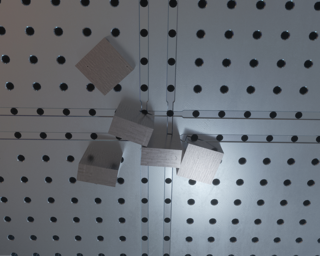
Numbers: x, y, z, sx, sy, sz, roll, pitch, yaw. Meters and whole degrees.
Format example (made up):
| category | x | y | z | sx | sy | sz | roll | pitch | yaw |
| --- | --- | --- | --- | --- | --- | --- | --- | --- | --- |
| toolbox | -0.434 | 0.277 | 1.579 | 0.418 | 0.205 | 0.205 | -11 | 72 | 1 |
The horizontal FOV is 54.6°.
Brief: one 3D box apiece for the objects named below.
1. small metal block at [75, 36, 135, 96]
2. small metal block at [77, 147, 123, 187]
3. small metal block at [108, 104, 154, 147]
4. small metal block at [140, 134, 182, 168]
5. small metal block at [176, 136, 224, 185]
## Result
| category | x | y | z | sx | sy | sz | roll | pitch | yaw |
| --- | --- | --- | --- | --- | --- | --- | --- | --- | --- |
| small metal block | -0.067 | -0.077 | 0.384 | 0.050 | 0.025 | 0.050 | -40 | 106 | 13 |
| small metal block | -0.080 | 0.052 | 0.418 | 0.050 | 0.050 | 0.025 | 11 | 110 | -4 |
| small metal block | -0.035 | -0.005 | 0.398 | 0.050 | 0.050 | 0.025 | 19 | 109 | -7 |
| small metal block | 0.001 | 0.029 | 0.411 | 0.050 | 0.050 | 0.025 | 4 | 110 | -2 |
| small metal block | 0.054 | 0.045 | 0.430 | 0.050 | 0.025 | 0.050 | 16 | 109 | -6 |
